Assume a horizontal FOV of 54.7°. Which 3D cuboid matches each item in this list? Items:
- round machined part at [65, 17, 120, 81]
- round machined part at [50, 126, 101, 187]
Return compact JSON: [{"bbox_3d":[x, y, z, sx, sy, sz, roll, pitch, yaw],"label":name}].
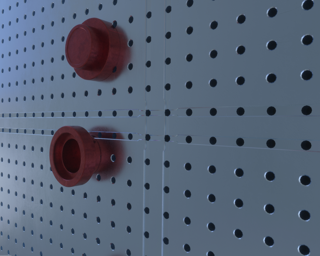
[{"bbox_3d":[-0.112,-0.125,0.488,0.098,0.042,0.097,0,90,39],"label":"round machined part"},{"bbox_3d":[-0.135,0.045,0.507,0.098,0.042,0.097,0,90,39],"label":"round machined part"}]
